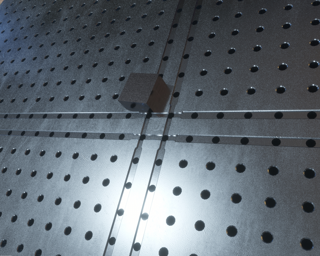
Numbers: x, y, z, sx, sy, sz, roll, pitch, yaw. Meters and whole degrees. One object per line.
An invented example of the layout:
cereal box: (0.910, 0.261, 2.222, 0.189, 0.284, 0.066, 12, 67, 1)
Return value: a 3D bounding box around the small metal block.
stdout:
small metal block: (-0.026, -0.052, 0.453, 0.050, 0.025, 0.050, 8, 66, 31)
